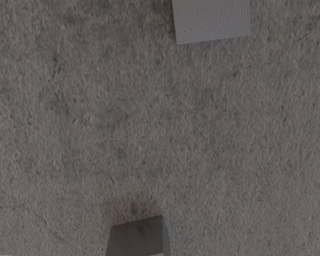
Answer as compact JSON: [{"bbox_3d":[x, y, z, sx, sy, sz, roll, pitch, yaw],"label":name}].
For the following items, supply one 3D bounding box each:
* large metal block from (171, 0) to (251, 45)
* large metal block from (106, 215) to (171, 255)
[{"bbox_3d":[0.053,-0.141,0.345,0.080,0.050,0.079,-7,110,2],"label":"large metal block"},{"bbox_3d":[-0.029,0.178,0.446,0.080,0.080,0.050,-14,110,4],"label":"large metal block"}]
